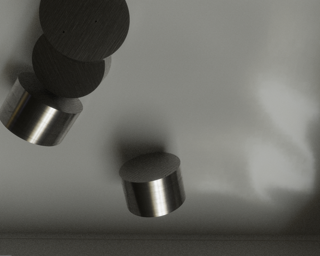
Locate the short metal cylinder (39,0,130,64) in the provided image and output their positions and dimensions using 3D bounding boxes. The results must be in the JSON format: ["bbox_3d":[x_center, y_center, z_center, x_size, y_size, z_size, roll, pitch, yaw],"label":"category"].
[{"bbox_3d":[-0.074,-0.105,0.307,0.081,0.050,0.079,-2,99,-14],"label":"short metal cylinder"}]

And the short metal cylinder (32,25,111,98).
[{"bbox_3d":[-0.101,-0.080,0.367,0.081,0.050,0.079,0,110,0],"label":"short metal cylinder"}]

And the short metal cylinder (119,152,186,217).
[{"bbox_3d":[-0.009,0.072,0.408,0.080,0.080,0.050,-9,110,3],"label":"short metal cylinder"}]

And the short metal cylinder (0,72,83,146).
[{"bbox_3d":[-0.141,-0.023,0.372,0.080,0.080,0.050,33,107,-12],"label":"short metal cylinder"}]
